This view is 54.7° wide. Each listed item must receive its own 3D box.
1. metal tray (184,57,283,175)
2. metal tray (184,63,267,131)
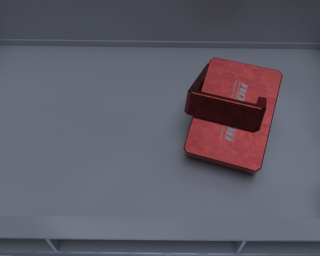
[{"bbox_3d":[0.090,-0.017,0.384,0.090,0.030,0.130,15,75,11],"label":"metal tray"},{"bbox_3d":[0.093,-0.047,0.411,0.090,0.030,0.131,15,30,12],"label":"metal tray"}]
